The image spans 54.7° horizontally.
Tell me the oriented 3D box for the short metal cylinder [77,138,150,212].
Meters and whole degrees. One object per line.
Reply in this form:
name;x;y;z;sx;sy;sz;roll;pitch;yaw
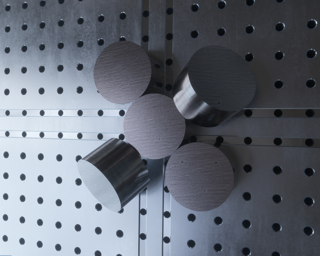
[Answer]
short metal cylinder;-0.060;0.060;0.397;0.080;0.050;0.079;30;140;29

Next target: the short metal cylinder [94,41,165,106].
short metal cylinder;-0.040;-0.070;0.412;0.080;0.050;0.079;0;90;19

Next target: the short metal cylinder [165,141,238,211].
short metal cylinder;0.053;0.056;0.380;0.080;0.050;0.079;0;90;19

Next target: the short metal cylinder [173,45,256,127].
short metal cylinder;0.061;-0.046;0.356;0.081;0.050;0.080;6;68;-16

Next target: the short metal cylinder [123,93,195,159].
short metal cylinder;0.000;-0.002;0.398;0.080;0.050;0.079;0;90;19
